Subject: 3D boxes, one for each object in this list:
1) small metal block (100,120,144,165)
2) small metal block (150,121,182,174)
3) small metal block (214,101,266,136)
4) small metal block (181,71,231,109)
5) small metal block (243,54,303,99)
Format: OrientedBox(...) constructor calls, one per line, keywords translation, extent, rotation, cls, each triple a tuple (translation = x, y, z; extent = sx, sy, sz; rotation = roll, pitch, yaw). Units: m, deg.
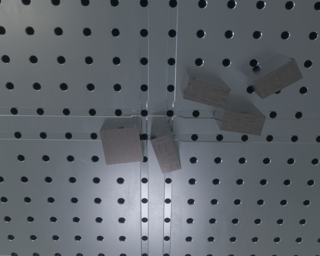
OrientedBox(translation=(-0.050, 0.020, 0.420), extent=(0.050, 0.025, 0.050), rotation=(-6, 110, 2), cls="small metal block")
OrientedBox(translation=(0.008, 0.025, 0.409), extent=(0.025, 0.050, 0.050), rotation=(-17, 109, 6), cls="small metal block")
OrientedBox(translation=(0.100, -0.014, 0.396), extent=(0.050, 0.050, 0.025), rotation=(8, 110, -3), cls="small metal block")
OrientedBox(translation=(0.055, -0.048, 0.383), extent=(0.050, 0.050, 0.025), rotation=(14, 110, -5), cls="small metal block")
OrientedBox(translation=(0.135, -0.064, 0.377), extent=(0.050, 0.050, 0.025), rotation=(-29, 108, 10), cls="small metal block")
